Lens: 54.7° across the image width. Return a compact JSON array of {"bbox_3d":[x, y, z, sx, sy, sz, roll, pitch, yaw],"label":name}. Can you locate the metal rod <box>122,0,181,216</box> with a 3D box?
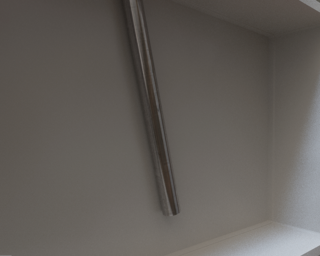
[{"bbox_3d":[-0.011,-0.030,0.399,0.025,0.025,0.298,-18,101,-39],"label":"metal rod"}]
